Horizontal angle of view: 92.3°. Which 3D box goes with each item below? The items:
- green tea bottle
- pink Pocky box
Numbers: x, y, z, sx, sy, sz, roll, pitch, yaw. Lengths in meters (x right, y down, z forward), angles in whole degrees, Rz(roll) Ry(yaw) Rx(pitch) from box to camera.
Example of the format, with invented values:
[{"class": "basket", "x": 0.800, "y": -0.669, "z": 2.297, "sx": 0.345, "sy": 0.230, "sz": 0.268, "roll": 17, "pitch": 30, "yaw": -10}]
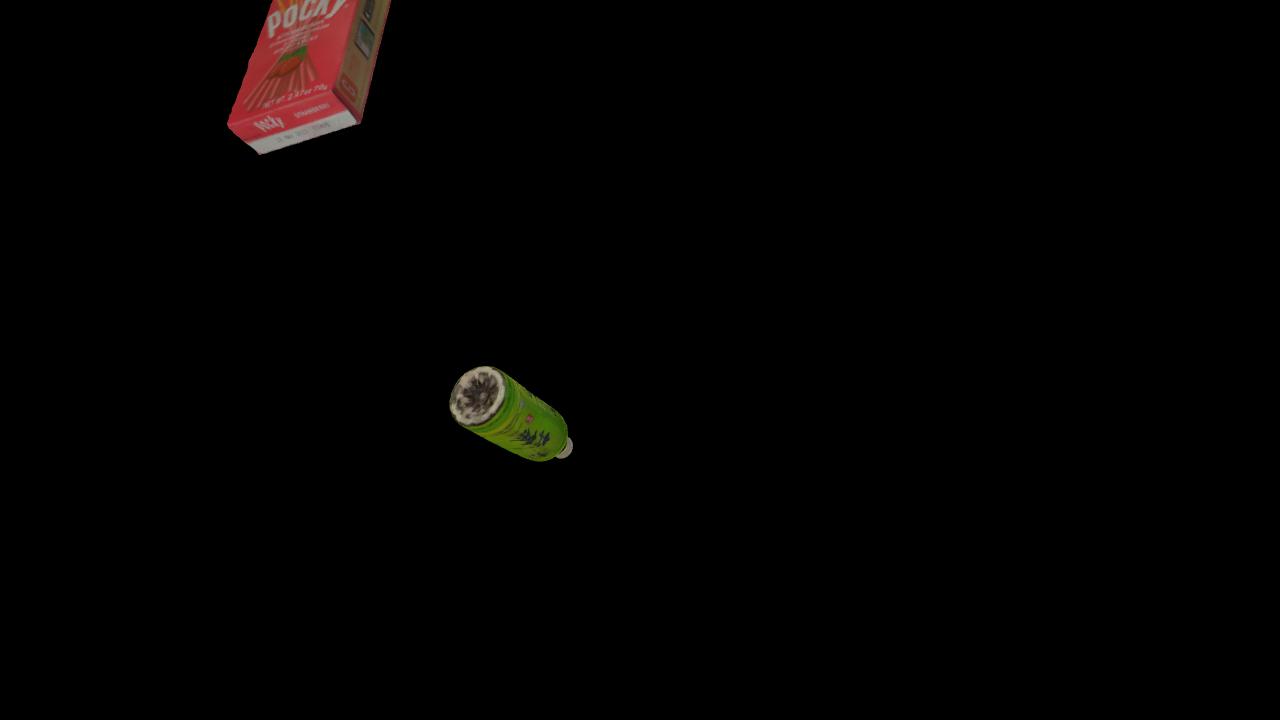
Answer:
[{"class": "green tea bottle", "x": -0.135, "y": 0.075, "z": 0.717, "sx": 0.073, "sy": 0.073, "sz": 0.212, "roll": 0, "pitch": -21, "yaw": 18}, {"class": "pink Pocky box", "x": -0.217, "y": -0.214, "z": 0.415, "sx": 0.084, "sy": 0.155, "sz": 0.029, "roll": -8, "pitch": -27, "yaw": 16}]
